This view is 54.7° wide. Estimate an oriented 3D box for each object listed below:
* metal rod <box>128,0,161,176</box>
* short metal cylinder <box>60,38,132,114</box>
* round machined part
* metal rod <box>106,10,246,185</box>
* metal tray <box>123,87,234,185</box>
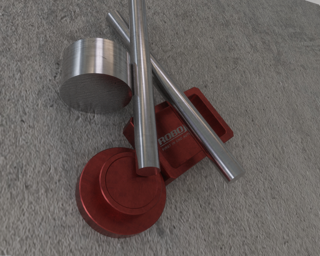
[{"bbox_3d":[-0.024,-0.084,0.391,0.025,0.025,0.299,9,56,-23],"label":"metal rod"},{"bbox_3d":[-0.074,-0.059,0.365,0.081,0.080,0.050,9,58,-24],"label":"short metal cylinder"},{"bbox_3d":[-0.037,0.064,0.334,0.099,0.042,0.098,13,56,-21],"label":"round machined part"},{"bbox_3d":[0.007,-0.056,0.406,0.025,0.025,0.299,-16,59,-35],"label":"metal rod"},{"bbox_3d":[0.028,0.006,0.411,0.131,0.030,0.090,-29,78,-37],"label":"metal tray"}]
